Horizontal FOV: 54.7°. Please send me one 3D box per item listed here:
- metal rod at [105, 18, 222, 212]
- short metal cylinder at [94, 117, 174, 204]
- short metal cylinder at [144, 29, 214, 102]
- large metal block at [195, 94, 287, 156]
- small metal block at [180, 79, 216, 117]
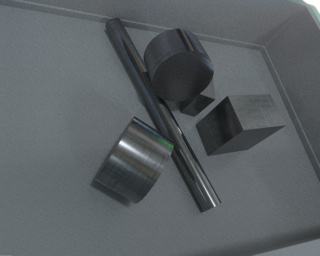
[{"bbox_3d":[-0.003,-0.029,0.423,0.025,0.025,0.299,-17,71,-35],"label":"metal rod"},{"bbox_3d":[-0.028,0.034,0.336,0.050,0.080,0.080,33,51,-8],"label":"short metal cylinder"},{"bbox_3d":[0.023,-0.080,0.404,0.081,0.079,0.050,5,45,-26],"label":"short metal cylinder"},{"bbox_3d":[0.111,-0.004,0.435,0.081,0.080,0.050,-5,65,-31],"label":"large metal block"},{"bbox_3d":[0.053,-0.052,0.451,0.025,0.050,0.050,16,55,-24],"label":"small metal block"}]
